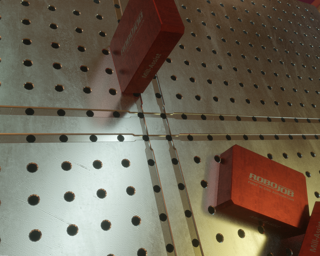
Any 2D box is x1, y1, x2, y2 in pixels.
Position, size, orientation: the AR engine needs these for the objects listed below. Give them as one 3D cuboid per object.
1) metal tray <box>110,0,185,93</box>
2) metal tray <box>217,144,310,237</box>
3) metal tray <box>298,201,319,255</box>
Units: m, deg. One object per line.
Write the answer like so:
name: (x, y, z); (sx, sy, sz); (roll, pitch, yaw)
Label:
metal tray: (-0.023, -0.116, 0.400); (0.030, 0.129, 0.090); (-3, 63, -30)
metal tray: (0.146, 0.087, 0.433); (0.131, 0.030, 0.090); (23, 53, -15)
metal tray: (0.215, 0.170, 0.396); (0.131, 0.030, 0.090); (-46, 114, -39)
